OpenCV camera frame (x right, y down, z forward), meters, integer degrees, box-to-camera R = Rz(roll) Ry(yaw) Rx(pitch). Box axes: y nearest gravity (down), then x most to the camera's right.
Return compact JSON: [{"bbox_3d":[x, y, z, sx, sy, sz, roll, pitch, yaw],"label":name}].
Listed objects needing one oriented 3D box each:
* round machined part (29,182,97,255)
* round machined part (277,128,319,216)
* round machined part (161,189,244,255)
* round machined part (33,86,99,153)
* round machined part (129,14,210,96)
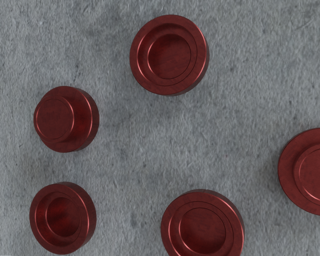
[{"bbox_3d":[-0.134,0.126,0.446,0.098,0.042,0.097,0,90,19],"label":"round machined part"},{"bbox_3d":[0.180,0.048,0.337,0.098,0.042,0.097,0,90,19],"label":"round machined part"},{"bbox_3d":[0.054,0.123,0.380,0.098,0.042,0.097,0,90,19],"label":"round machined part"},{"bbox_3d":[-0.142,-0.013,0.448,0.098,0.042,0.097,0,90,19],"label":"round machined part"},{"bbox_3d":[0.015,-0.089,0.394,0.098,0.042,0.097,0,90,19],"label":"round machined part"}]
